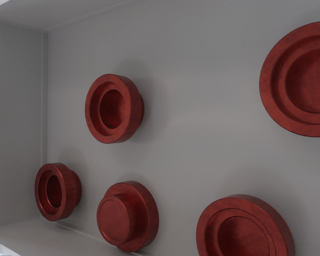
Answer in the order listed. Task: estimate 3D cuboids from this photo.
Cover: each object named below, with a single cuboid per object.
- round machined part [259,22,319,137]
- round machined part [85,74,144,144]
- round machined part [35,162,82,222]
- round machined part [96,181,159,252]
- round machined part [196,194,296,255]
[{"bbox_3d":[0.144,-0.041,0.276,0.098,0.042,0.097,0,90,40],"label":"round machined part"},{"bbox_3d":[-0.061,-0.027,0.447,0.098,0.042,0.097,0,90,40],"label":"round machined part"},{"bbox_3d":[-0.174,0.109,0.540,0.098,0.042,0.097,0,90,40],"label":"round machined part"},{"bbox_3d":[-0.052,0.126,0.439,0.098,0.042,0.097,0,90,40],"label":"round machined part"},{"bbox_3d":[0.090,0.118,0.321,0.098,0.042,0.097,0,90,40],"label":"round machined part"}]
